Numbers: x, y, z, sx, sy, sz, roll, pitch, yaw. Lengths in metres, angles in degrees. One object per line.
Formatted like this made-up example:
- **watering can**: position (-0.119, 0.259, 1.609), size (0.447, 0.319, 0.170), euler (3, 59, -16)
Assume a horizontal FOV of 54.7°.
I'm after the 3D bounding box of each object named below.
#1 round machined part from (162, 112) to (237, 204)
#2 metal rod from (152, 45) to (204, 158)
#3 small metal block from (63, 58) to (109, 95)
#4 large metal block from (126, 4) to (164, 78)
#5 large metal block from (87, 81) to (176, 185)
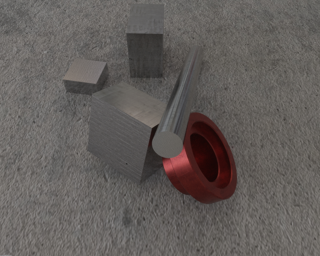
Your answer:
- **round machined part**: position (0.040, 0.035, 0.340), size (0.042, 0.098, 0.098), euler (-28, 40, 33)
- **metal rod**: position (0.033, -0.055, 0.379), size (0.025, 0.025, 0.301), euler (9, 29, 7)
- **small metal block**: position (-0.110, -0.077, 0.467), size (0.050, 0.025, 0.050), euler (9, 51, 7)
- **large metal block**: position (-0.020, -0.135, 0.480), size (0.050, 0.080, 0.080), euler (1, 50, 1)
- **large metal block**: position (-0.034, 0.004, 0.356), size (0.080, 0.079, 0.050), euler (30, 37, 22)
